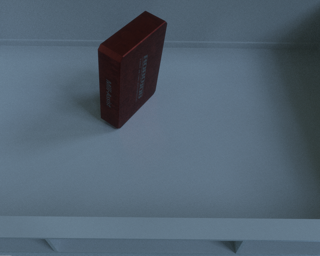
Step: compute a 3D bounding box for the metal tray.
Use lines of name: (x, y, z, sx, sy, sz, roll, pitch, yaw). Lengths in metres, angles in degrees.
metal tray: (-0.036, -0.069, 0.392, 0.030, 0.129, 0.090, 32, 57, 13)
